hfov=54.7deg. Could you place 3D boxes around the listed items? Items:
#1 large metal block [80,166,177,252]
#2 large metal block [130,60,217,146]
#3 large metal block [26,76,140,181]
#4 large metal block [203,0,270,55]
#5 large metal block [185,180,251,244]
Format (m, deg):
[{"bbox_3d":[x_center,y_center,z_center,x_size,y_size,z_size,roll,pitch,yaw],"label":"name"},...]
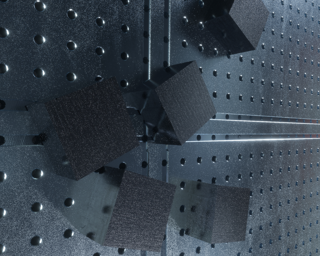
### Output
[{"bbox_3d":[-0.035,0.095,0.366,0.080,0.050,0.080,25,75,-38],"label":"large metal block"},{"bbox_3d":[0.020,-0.033,0.412,0.080,0.050,0.080,-40,115,-33],"label":"large metal block"},{"bbox_3d":[-0.079,-0.002,0.328,0.081,0.050,0.080,-29,109,-36],"label":"large metal block"},{"bbox_3d":[0.125,-0.179,0.500,0.080,0.050,0.080,38,66,-34],"label":"large metal block"},{"bbox_3d":[0.089,0.126,0.471,0.081,0.050,0.080,14,81,-40],"label":"large metal block"}]
